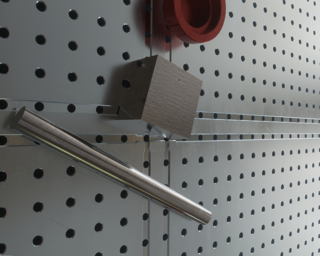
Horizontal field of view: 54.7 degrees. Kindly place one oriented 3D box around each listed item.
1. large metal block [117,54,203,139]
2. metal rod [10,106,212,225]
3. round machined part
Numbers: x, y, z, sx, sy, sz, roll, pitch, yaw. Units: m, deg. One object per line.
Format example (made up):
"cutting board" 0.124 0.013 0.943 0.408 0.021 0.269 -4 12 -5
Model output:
"large metal block" 0.002 -0.036 0.394 0.080 0.050 0.080 23 76 -38
"metal rod" -0.034 0.062 0.380 0.301 0.025 0.025 35 68 -34
"round machined part" 0.043 -0.166 0.428 0.099 0.042 0.097 -7 101 -37
